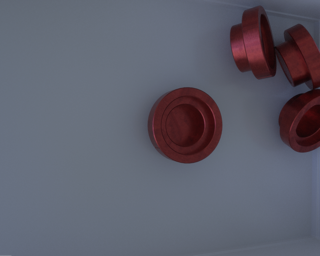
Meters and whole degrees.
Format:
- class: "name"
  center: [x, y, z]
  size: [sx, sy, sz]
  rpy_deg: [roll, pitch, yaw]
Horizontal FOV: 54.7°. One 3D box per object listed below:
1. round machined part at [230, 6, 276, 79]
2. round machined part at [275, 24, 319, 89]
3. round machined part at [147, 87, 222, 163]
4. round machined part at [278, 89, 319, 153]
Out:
- class: "round machined part"
  center: [0.130, -0.115, 0.434]
  size: [0.098, 0.042, 0.098]
  rpy_deg: [22, 64, -55]
- class: "round machined part"
  center: [0.205, -0.100, 0.460]
  size: [0.042, 0.098, 0.098]
  rpy_deg: [-25, 101, 18]
- class: "round machined part"
  center: [0.030, -0.003, 0.414]
  size: [0.099, 0.042, 0.097]
  rpy_deg: [0, 90, -21]
- class: "round machined part"
  center: [0.223, -0.014, 0.472]
  size: [0.099, 0.042, 0.097]
  rpy_deg: [-11, 122, -19]
